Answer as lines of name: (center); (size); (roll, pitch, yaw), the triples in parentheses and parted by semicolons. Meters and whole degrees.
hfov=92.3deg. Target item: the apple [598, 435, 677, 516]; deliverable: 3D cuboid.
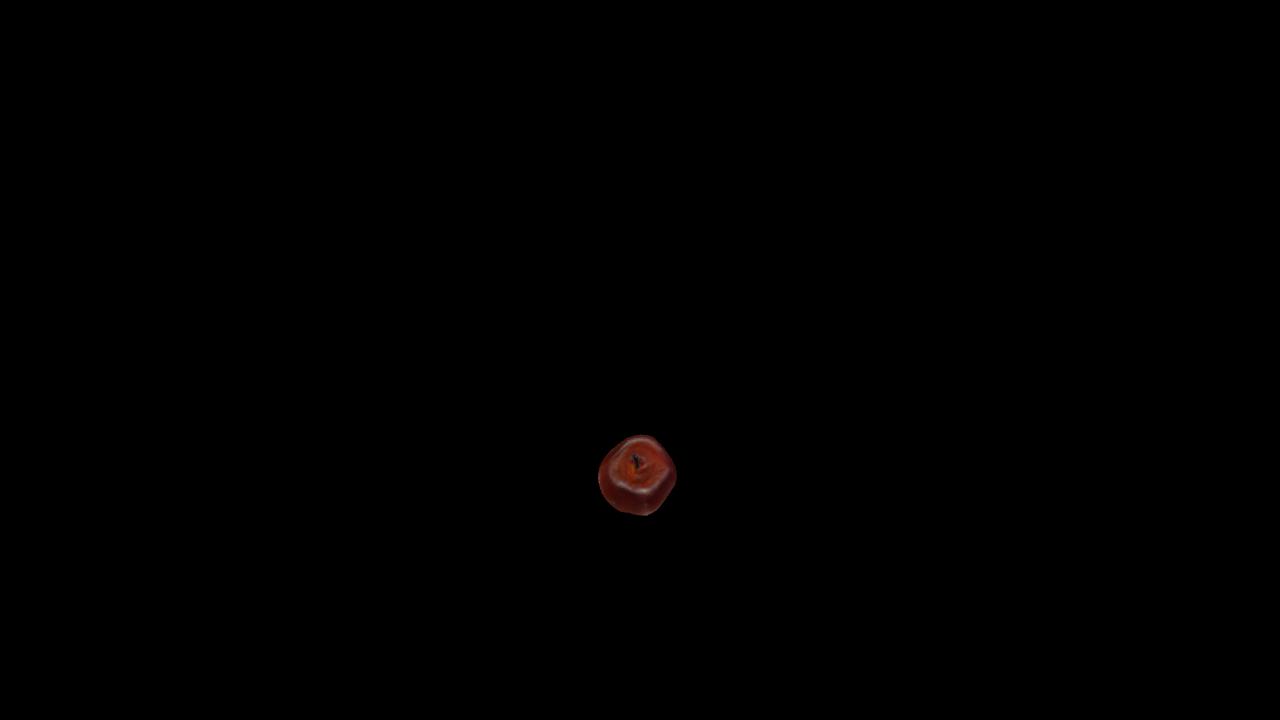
apple: (-0.003, 0.116, 0.617); (0.079, 0.079, 0.093); (0, -32, -2)
